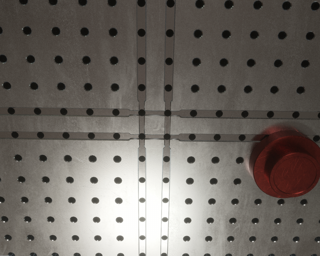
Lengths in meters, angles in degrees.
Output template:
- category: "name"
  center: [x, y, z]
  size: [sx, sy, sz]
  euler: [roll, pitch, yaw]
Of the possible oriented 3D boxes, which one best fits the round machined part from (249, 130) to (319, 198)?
- category: "round machined part"
  center: [0.178, 0.056, 0.428]
  size: [0.099, 0.042, 0.097]
  euler: [0, 110, -1]
